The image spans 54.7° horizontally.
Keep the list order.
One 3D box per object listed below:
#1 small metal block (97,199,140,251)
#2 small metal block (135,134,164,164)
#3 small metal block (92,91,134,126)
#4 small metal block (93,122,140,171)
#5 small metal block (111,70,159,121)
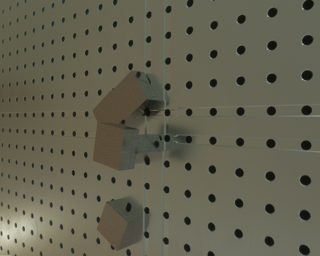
[{"bbox_3d":[-0.062,0.142,0.458,0.050,0.025,0.050,32,110,35],"label":"small metal block"},{"bbox_3d":[-0.032,0.030,0.417,0.050,0.050,0.025,-30,71,35],"label":"small metal block"},{"bbox_3d":[-0.069,-0.020,0.464,0.050,0.025,0.050,-41,66,32],"label":"small metal block"},{"bbox_3d":[-0.056,0.022,0.388,0.050,0.025,0.050,13,98,39],"label":"small metal block"},{"bbox_3d":[-0.036,-0.045,0.437,0.050,0.025,0.050,-40,66,32],"label":"small metal block"}]
